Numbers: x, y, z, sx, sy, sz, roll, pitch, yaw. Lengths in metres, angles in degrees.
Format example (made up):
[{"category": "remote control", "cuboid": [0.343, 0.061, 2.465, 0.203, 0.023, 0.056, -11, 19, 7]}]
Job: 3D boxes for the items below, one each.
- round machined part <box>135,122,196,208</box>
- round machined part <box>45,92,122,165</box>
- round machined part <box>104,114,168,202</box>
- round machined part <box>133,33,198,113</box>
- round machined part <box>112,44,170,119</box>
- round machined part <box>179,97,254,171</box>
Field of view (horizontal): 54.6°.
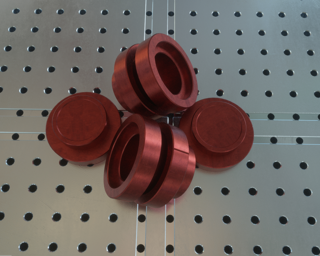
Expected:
[{"category": "round machined part", "cuboid": [0.005, 0.046, 0.366, 0.042, 0.098, 0.098, 21, 68, -26]}, {"category": "round machined part", "cuboid": [-0.100, -0.004, 0.403, 0.099, 0.042, 0.098, 0, 70, 0]}, {"category": "round machined part", "cuboid": [-0.024, 0.036, 0.355, 0.042, 0.098, 0.098, 21, 68, -27]}, {"category": "round machined part", "cuboid": [0.003, -0.064, 0.390, 0.042, 0.099, 0.098, -21, 65, 35]}, {"category": "round machined part", "cuboid": [-0.024, -0.056, 0.405, 0.042, 0.099, 0.098, -21, 65, 35]}, {"category": "round machined part", "cuboid": [0.073, 0.004, 0.402, 0.099, 0.042, 0.098, 0, 70, 0]}]
